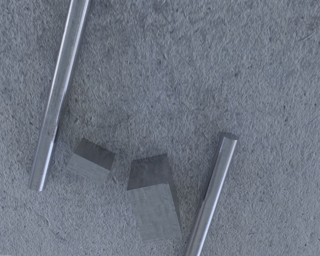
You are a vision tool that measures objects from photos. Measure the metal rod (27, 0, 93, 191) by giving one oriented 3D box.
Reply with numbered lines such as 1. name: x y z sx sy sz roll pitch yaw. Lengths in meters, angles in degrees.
1. metal rod: -0.125 -0.051 0.389 0.025 0.025 0.298 18 109 -7

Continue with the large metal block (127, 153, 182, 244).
1. large metal block: -0.006 0.091 0.414 0.050 0.080 0.080 -13 110 4

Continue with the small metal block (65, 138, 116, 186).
1. small metal block: -0.090 0.044 0.412 0.050 0.050 0.025 28 108 -10

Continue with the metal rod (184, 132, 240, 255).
1. metal rod: 0.062 0.147 0.464 0.025 0.025 0.298 12 110 -5
